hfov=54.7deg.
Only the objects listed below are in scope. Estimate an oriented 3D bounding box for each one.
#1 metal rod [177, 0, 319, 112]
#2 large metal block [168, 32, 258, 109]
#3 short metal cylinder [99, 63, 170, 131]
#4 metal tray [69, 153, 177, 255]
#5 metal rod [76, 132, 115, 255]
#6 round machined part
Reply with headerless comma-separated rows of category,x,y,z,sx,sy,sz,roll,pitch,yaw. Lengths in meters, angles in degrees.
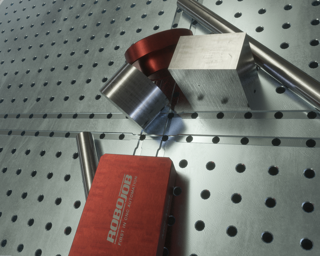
metal rod,0.110,-0.118,0.421,0.025,0.025,0.300,-39,51,2
large metal block,0.068,-0.067,0.378,0.080,0.080,0.050,6,65,30
short metal cylinder,-0.034,-0.041,0.414,0.050,0.080,0.080,-48,52,-5
metal tray,-0.037,0.094,0.345,0.090,0.030,0.130,2,56,15
metal rod,-0.068,0.125,0.365,0.025,0.025,0.299,-29,52,10
round machined part,0.005,-0.095,0.427,0.098,0.098,0.042,-19,87,16
